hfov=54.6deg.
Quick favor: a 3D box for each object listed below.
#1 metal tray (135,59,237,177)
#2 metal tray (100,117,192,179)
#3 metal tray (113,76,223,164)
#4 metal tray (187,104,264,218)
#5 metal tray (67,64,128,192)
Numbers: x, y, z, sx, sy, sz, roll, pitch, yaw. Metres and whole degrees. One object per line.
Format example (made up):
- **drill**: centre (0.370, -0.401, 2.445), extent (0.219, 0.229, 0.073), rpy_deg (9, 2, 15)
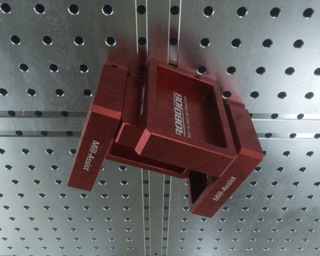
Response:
- **metal tray**: centre (0.024, -0.016, 0.328), extent (0.091, 0.130, 0.030), rpy_deg (17, 128, -15)
- **metal tray**: centre (-0.006, 0.017, 0.422), extent (0.131, 0.030, 0.089), rpy_deg (17, 128, -15)
- **metal tray**: centre (0.016, -0.007, 0.363), extent (0.131, 0.090, 0.030), rpy_deg (17, 128, -14)
- **metal tray**: centre (0.077, 0.044, 0.406), extent (0.030, 0.090, 0.129), rpy_deg (17, 128, -14)
- **metal tray**: centre (-0.075, 0.001, 0.369), extent (0.030, 0.090, 0.129), rpy_deg (17, 128, -14)
